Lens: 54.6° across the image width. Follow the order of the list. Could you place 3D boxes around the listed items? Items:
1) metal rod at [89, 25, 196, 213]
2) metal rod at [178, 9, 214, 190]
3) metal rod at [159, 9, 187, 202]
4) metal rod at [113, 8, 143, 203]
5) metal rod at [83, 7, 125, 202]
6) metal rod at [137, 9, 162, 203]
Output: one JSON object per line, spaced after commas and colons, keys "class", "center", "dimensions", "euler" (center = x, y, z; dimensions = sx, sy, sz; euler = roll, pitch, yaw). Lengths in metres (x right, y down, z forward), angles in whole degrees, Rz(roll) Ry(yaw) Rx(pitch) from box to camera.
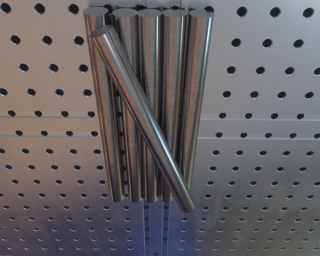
{"class": "metal rod", "center": [-0.007, 0.014, 0.390], "dimensions": [0.025, 0.025, 0.299], "euler": [-15, 129, 12]}
{"class": "metal rod", "center": [0.039, -0.002, 0.410], "dimensions": [0.025, 0.025, 0.298], "euler": [1, 130, -1]}
{"class": "metal rod", "center": [0.013, -0.003, 0.410], "dimensions": [0.025, 0.025, 0.298], "euler": [0, 130, -1]}
{"class": "metal rod", "center": [-0.037, -0.002, 0.408], "dimensions": [0.025, 0.025, 0.298], "euler": [0, 130, -1]}
{"class": "metal rod", "center": [-0.066, -0.004, 0.407], "dimensions": [0.025, 0.025, 0.298], "euler": [1, 130, -1]}
{"class": "metal rod", "center": [-0.013, -0.002, 0.408], "dimensions": [0.025, 0.025, 0.298], "euler": [0, 130, -1]}
